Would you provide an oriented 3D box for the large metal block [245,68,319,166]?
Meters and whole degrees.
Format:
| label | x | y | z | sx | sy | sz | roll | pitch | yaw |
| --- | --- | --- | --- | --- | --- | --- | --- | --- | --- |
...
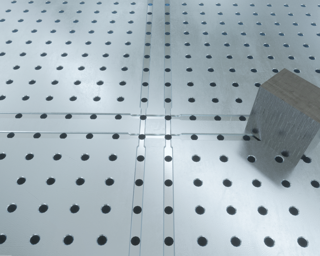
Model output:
| label | x | y | z | sx | sy | sz | roll | pitch | yaw |
| --- | --- | --- | --- | --- | --- | --- | --- | --- | --- |
| large metal block | 0.162 | -0.014 | 0.386 | 0.050 | 0.080 | 0.080 | -34 | 58 | -25 |
